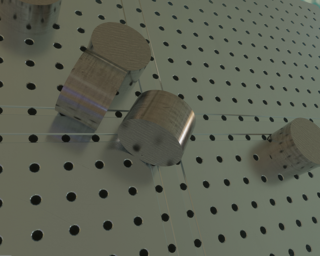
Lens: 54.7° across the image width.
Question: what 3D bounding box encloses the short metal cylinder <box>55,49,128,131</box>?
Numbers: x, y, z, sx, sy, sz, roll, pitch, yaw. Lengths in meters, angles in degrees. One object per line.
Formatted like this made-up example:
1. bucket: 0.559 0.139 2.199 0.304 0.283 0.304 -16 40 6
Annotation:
1. short metal cylinder: -0.078 -0.044 0.357 0.050 0.080 0.080 28 52 -11

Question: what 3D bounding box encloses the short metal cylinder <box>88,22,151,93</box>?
1. short metal cylinder: -0.059 -0.095 0.418 0.081 0.050 0.080 14 56 -21

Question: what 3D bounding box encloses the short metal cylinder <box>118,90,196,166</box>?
1. short metal cylinder: -0.003 0.001 0.370 0.080 0.080 0.050 33 52 -7

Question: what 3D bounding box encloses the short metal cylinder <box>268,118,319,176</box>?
1. short metal cylinder: 0.221 0.030 0.492 0.081 0.050 0.080 14 56 -21

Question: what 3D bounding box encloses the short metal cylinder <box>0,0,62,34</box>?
1. short metal cylinder: -0.171 -0.171 0.404 0.081 0.050 0.080 14 56 -21
